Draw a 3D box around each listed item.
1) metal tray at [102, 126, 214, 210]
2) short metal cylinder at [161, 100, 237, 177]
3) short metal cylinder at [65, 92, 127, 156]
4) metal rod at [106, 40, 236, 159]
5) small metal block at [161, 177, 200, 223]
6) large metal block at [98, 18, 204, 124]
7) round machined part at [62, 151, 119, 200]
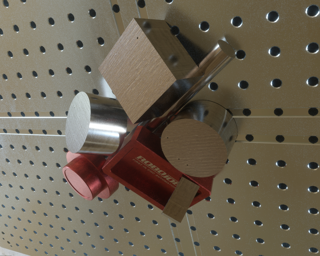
[{"bbox_3d":[-0.003,0.064,0.431,0.130,0.030,0.090,36,130,-13],"label":"metal tray"},{"bbox_3d":[0.048,0.013,0.377,0.080,0.050,0.079,13,124,21],"label":"short metal cylinder"},{"bbox_3d":[-0.086,-0.004,0.411,0.080,0.050,0.080,-16,70,51],"label":"short metal cylinder"},{"bbox_3d":[-0.014,-0.004,0.418,0.025,0.025,0.299,44,130,-3],"label":"metal rod"},{"bbox_3d":[0.025,0.095,0.402,0.025,0.050,0.050,29,163,7],"label":"small metal block"},{"bbox_3d":[-0.012,-0.063,0.348,0.080,0.050,0.080,-43,74,39],"label":"large metal block"},{"bbox_3d":[-0.116,0.076,0.491,0.098,0.042,0.097,28,140,26],"label":"round machined part"}]
